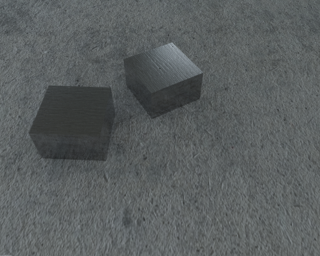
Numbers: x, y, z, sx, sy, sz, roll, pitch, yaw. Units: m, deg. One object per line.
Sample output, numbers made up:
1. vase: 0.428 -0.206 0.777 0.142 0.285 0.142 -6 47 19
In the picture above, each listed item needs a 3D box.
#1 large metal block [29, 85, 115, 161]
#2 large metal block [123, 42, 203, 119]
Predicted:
1. large metal block: -0.105 -0.007 0.392 0.080 0.050 0.080 2 50 2
2. large metal block: 0.004 -0.070 0.446 0.081 0.050 0.080 -24 54 -19
